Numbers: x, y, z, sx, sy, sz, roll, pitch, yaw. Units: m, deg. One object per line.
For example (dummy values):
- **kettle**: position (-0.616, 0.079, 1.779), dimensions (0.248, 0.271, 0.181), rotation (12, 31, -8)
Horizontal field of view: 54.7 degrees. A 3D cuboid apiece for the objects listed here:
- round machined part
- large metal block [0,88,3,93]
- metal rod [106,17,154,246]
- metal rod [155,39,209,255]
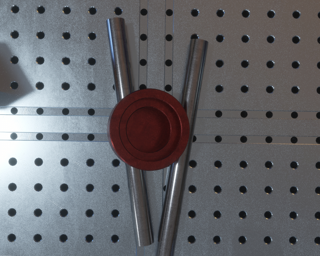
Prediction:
- **round machined part**: position (-0.016, 0.002, 0.384), dimensions (0.099, 0.042, 0.097), rotation (1, 88, -18)
- **large metal block**: position (-0.257, -0.070, 0.382), dimensions (0.050, 0.080, 0.080), rotation (-31, 90, 0)
- **metal rod**: position (-0.040, 0.005, 0.412), dimensions (0.025, 0.025, 0.298), rotation (-8, 90, 0)
- **metal rod**: position (0.028, 0.032, 0.413), dimensions (0.025, 0.025, 0.298), rotation (9, 90, -1)
